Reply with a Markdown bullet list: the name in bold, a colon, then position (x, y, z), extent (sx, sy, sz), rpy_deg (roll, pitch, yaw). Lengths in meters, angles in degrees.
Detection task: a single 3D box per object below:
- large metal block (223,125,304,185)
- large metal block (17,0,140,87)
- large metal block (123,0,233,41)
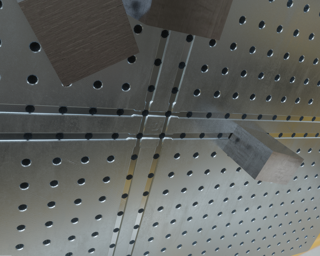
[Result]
- **large metal block**: position (0.163, 0.043, 0.494), extent (0.081, 0.080, 0.050), rpy_deg (14, 111, -34)
- **large metal block**: position (-0.076, -0.098, 0.293), extent (0.080, 0.050, 0.080), rpy_deg (-28, 128, -11)
- **large metal block**: position (0.013, -0.128, 0.305), extent (0.081, 0.080, 0.050), rpy_deg (2, 118, -30)
